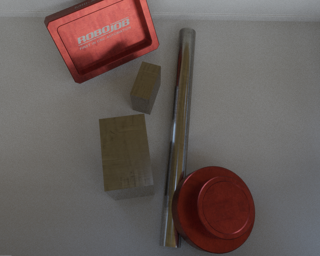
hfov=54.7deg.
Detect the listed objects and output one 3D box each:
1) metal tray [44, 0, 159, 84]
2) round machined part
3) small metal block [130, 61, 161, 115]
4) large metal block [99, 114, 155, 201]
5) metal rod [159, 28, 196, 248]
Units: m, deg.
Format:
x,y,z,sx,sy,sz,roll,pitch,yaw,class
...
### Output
x,y,z,sx,sy,sz,roll,pitch,yaw,class
-0.074,-0.128,0.420,0.131,0.090,0.030,-27,39,-10,metal tray
0.066,0.092,0.354,0.099,0.042,0.098,5,71,-16,round machined part
-0.018,-0.052,0.415,0.025,0.050,0.050,16,71,5,small metal block
-0.037,0.038,0.366,0.050,0.080,0.080,-7,70,-3,large metal block
0.026,-0.002,0.410,0.025,0.025,0.299,5,70,1,metal rod
